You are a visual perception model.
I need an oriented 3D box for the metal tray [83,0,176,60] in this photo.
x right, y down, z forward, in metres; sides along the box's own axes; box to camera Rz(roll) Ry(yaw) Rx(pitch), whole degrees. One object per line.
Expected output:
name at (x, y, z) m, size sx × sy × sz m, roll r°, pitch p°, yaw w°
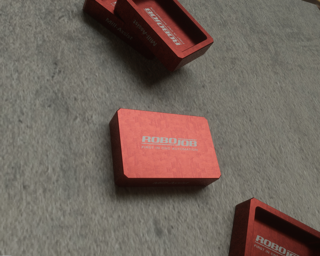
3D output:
metal tray at (-0.041, -0.176, 0.487) m, size 0.130 × 0.030 × 0.090 m, roll 37°, pitch 51°, yaw -4°

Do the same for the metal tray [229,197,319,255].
metal tray at (0.153, 0.156, 0.389) m, size 0.131 × 0.030 × 0.090 m, roll 28°, pitch 52°, yaw -11°

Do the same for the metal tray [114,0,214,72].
metal tray at (0.007, -0.153, 0.460) m, size 0.130 × 0.030 × 0.091 m, roll 49°, pitch 51°, yaw 6°

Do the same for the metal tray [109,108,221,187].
metal tray at (0.007, 0.026, 0.390) m, size 0.131 × 0.030 × 0.090 m, roll 5°, pitch 60°, yaw -26°
